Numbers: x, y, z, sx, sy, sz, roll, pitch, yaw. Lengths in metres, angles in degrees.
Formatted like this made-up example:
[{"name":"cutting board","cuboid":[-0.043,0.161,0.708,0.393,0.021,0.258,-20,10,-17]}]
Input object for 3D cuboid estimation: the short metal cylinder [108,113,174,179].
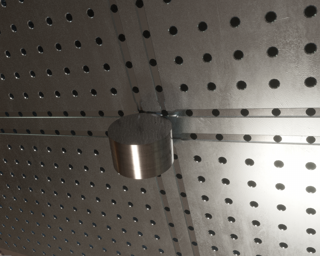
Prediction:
[{"name":"short metal cylinder","cuboid":[-0.023,0.021,0.400,0.080,0.080,0.050,10,123,22]}]
